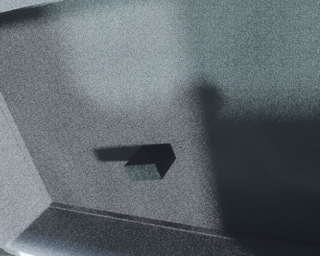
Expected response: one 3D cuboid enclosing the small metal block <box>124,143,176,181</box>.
[{"bbox_3d":[-0.013,0.047,0.427,0.050,0.050,0.025,-9,114,31],"label":"small metal block"}]
